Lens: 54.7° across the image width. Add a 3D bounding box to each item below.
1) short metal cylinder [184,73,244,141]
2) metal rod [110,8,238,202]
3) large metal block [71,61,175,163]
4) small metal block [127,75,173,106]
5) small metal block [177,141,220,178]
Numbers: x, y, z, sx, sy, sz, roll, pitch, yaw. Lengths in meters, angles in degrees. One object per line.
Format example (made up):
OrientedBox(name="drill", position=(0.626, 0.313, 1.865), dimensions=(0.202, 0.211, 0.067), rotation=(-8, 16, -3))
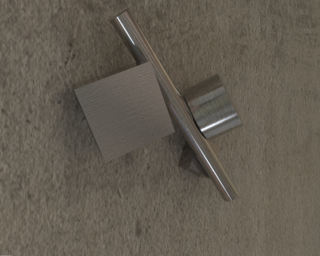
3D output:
OrientedBox(name="short metal cylinder", position=(0.075, -0.029, 0.429), dimensions=(0.080, 0.050, 0.080), rotation=(56, 18, -27))
OrientedBox(name="metal rod", position=(0.031, -0.012, 0.402), dimensions=(0.025, 0.025, 0.299), rotation=(-49, 119, -29))
OrientedBox(name="large metal block", position=(-0.040, -0.021, 0.336), dimensions=(0.081, 0.050, 0.080), rotation=(-24, 107, -13))
OrientedBox(name="small metal block", position=(-0.014, -0.049, 0.396), dimensions=(0.050, 0.025, 0.050), rotation=(16, 80, -39))
OrientedBox(name="small metal block", position=(0.058, 0.042, 0.458), dimensions=(0.050, 0.025, 0.050), rotation=(31, 71, -36))
